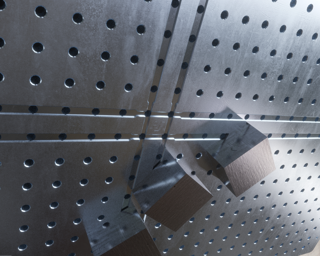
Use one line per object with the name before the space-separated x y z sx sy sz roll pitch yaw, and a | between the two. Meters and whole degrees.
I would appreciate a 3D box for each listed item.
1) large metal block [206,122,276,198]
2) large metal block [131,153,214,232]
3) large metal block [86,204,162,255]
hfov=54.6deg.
large metal block | 0.131 0.051 0.497 0.080 0.050 0.080 -34 129 -6
large metal block | 0.019 0.098 0.466 0.080 0.050 0.080 -44 129 3
large metal block | -0.054 0.178 0.475 0.080 0.050 0.080 -28 128 -10
